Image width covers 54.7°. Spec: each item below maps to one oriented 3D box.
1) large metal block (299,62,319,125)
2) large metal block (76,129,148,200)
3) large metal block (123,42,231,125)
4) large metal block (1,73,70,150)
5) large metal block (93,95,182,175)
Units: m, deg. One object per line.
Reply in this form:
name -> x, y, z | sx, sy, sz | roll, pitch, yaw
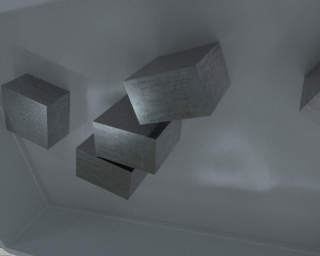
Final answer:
large metal block -> 0.173, -0.025, 0.266 | 0.080, 0.080, 0.050 | 36, 129, 4
large metal block -> -0.057, 0.040, 0.426 | 0.080, 0.080, 0.050 | 21, 126, 15
large metal block -> 0.021, -0.048, 0.331 | 0.080, 0.080, 0.050 | -7, 115, 31
large metal block -> -0.187, -0.026, 0.473 | 0.080, 0.050, 0.079 | 23, 127, 13
large metal block -> -0.025, 0.004, 0.388 | 0.080, 0.080, 0.050 | 15, 125, 19
